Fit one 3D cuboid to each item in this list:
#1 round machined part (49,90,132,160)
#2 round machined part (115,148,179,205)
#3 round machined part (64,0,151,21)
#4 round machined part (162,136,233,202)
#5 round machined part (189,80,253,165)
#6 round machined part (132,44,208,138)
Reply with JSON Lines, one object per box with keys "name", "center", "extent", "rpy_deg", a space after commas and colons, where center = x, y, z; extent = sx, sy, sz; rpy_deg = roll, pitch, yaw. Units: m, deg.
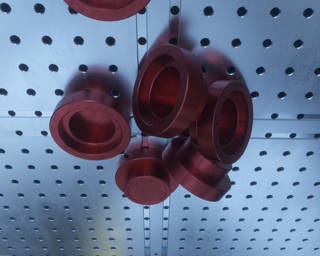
{"name": "round machined part", "center": [-0.084, -0.007, 0.393], "extent": [0.099, 0.042, 0.097], "rpy_deg": [0, 130, 0]}
{"name": "round machined part", "center": [-0.019, 0.080, 0.468], "extent": [0.099, 0.042, 0.097], "rpy_deg": [0, 130, 0]}
{"name": "round machined part", "center": [-0.047, -0.150, 0.273], "extent": [0.099, 0.042, 0.097], "rpy_deg": [0, 130, 0]}
{"name": "round machined part", "center": [0.055, 0.045, 0.404], "extent": [0.098, 0.098, 0.042], "rpy_deg": [28, 112, -22]}
{"name": "round machined part", "center": [0.070, -0.008, 0.369], "extent": [0.042, 0.098, 0.098], "rpy_deg": [8, 141, 40]}
{"name": "round machined part", "center": [0.013, -0.037, 0.337], "extent": [0.042, 0.098, 0.097], "rpy_deg": [11, 133, -36]}
